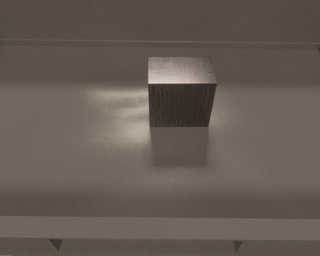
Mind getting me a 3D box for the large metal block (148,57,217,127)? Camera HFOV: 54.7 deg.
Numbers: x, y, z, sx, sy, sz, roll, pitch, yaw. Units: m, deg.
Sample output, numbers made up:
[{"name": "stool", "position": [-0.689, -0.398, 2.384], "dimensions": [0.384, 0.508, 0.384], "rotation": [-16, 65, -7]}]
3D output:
[{"name": "large metal block", "position": [0.026, -0.046, 0.408], "dimensions": [0.081, 0.080, 0.050], "rotation": [0, 50, -1]}]
